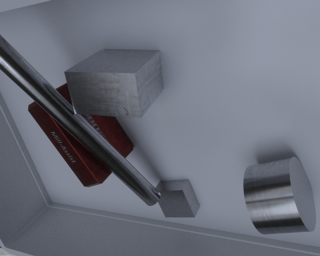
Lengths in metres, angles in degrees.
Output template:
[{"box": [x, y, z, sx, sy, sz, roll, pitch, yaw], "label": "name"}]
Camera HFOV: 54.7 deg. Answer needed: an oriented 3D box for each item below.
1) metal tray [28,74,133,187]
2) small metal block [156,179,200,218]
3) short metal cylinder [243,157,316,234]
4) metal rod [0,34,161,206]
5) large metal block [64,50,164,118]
[{"box": [-0.100, 0.002, 0.418, 0.030, 0.090, 0.130, -21, 107, 37], "label": "metal tray"}, {"box": [0.025, 0.105, 0.459, 0.050, 0.025, 0.050, -11, 113, 32], "label": "small metal block"}, {"box": [0.136, 0.076, 0.349, 0.050, 0.080, 0.080, -19, 109, 35], "label": "short metal cylinder"}, {"box": [-0.093, 0.002, 0.369, 0.025, 0.025, 0.300, -17, 128, 34], "label": "metal rod"}, {"box": [-0.048, -0.054, 0.358, 0.080, 0.080, 0.050, 5, 121, 18], "label": "large metal block"}]
